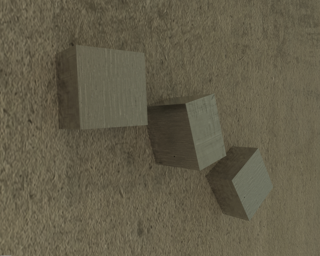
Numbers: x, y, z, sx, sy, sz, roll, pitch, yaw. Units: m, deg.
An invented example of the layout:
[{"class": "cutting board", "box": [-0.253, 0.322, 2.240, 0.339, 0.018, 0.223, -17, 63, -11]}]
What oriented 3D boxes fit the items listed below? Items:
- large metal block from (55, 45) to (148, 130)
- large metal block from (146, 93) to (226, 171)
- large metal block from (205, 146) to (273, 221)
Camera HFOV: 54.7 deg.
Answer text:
[{"class": "large metal block", "box": [-0.062, -0.041, 0.336, 0.081, 0.050, 0.079, -4, 93, -40]}, {"class": "large metal block", "box": [0.030, 0.004, 0.394, 0.050, 0.080, 0.080, -22, 104, -38]}, {"class": "large metal block", "box": [0.129, 0.086, 0.497, 0.080, 0.050, 0.080, -40, 115, -32]}]
